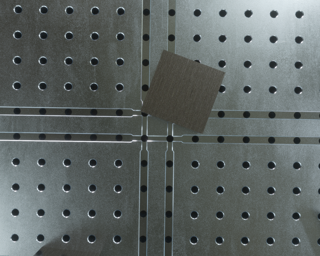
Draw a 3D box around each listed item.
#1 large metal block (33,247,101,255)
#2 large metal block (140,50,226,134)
[{"bbox_3d":[-0.125,0.192,0.385,0.080,0.080,0.050,7,90,0],"label":"large metal block"},{"bbox_3d":[0.028,-0.044,0.401,0.080,0.050,0.080,20,90,0],"label":"large metal block"}]
